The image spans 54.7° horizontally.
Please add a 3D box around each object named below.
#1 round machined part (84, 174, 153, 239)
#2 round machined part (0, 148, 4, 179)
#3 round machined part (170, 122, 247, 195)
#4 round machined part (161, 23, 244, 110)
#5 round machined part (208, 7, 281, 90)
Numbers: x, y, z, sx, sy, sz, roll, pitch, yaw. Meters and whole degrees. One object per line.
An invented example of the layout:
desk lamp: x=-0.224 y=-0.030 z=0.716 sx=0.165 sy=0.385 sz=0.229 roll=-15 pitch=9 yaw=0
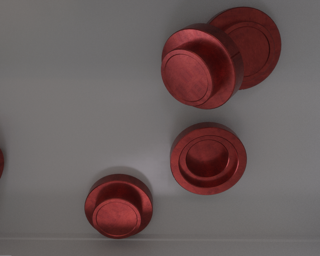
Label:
round machined part: x=-0.060 y=0.119 z=0.445 sx=0.099 sy=0.042 sz=0.097 roll=0 pitch=110 yaw=0
round machined part: x=-0.256 y=0.054 z=0.395 sx=0.042 sy=0.098 sz=0.097 roll=19 pitch=111 yaw=19
round machined part: x=0.062 y=0.037 z=0.416 sx=0.099 sy=0.042 sz=0.097 roll=0 pitch=110 yaw=0
round machined part: x=0.040 y=-0.064 z=0.351 sx=0.098 sy=0.042 sz=0.097 roll=25 pitch=135 yaw=28
round machined part: x=0.096 y=-0.092 z=0.369 sx=0.099 sy=0.042 sz=0.097 roll=0 pitch=110 yaw=0
